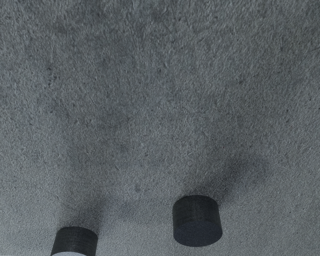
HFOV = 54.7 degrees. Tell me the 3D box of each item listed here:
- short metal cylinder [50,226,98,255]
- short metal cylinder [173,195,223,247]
[{"bbox_3d":[-0.161,0.230,0.585,0.081,0.050,0.079,0,130,0],"label":"short metal cylinder"},{"bbox_3d":[0.062,0.159,0.526,0.081,0.050,0.079,0,130,0],"label":"short metal cylinder"}]
